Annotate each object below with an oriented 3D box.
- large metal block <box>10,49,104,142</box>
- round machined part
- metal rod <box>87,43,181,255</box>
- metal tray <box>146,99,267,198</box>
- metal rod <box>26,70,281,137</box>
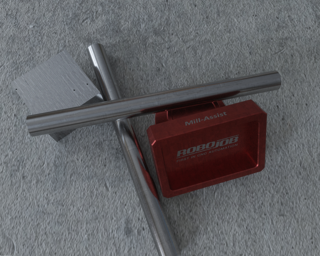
[{"bbox_3d":[-0.131,-0.042,0.409,0.080,0.050,0.080,-36,74,-13],"label":"large metal block"},{"bbox_3d":[0.043,-0.011,0.404,0.099,0.042,0.098,0,70,-1],"label":"round machined part"},{"bbox_3d":[-0.040,0.017,0.401,0.025,0.025,0.299,-20,71,-7],"label":"metal rod"},{"bbox_3d":[0.057,0.026,0.364,0.131,0.089,0.030,-15,35,-6],"label":"metal tray"},{"bbox_3d":[-0.001,-0.031,0.372,0.302,0.025,0.025,-11,71,-7],"label":"metal rod"}]
